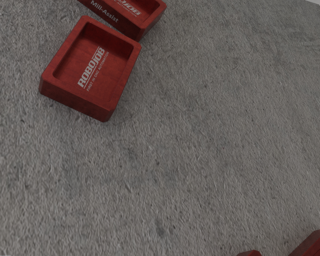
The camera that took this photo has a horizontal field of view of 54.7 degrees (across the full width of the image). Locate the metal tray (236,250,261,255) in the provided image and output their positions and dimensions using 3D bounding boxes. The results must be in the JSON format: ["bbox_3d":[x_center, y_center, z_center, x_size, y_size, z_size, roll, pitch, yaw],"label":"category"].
[{"bbox_3d":[0.105,0.212,0.328,0.091,0.030,0.130,-22,74,-36],"label":"metal tray"}]

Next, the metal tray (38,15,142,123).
[{"bbox_3d":[-0.085,-0.080,0.403,0.090,0.030,0.130,26,53,-12],"label":"metal tray"}]

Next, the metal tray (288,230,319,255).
[{"bbox_3d":[0.229,0.207,0.396,0.091,0.030,0.130,-20,72,-35],"label":"metal tray"}]

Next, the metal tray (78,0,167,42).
[{"bbox_3d":[-0.064,-0.204,0.490,0.130,0.030,0.090,36,51,-5],"label":"metal tray"}]
